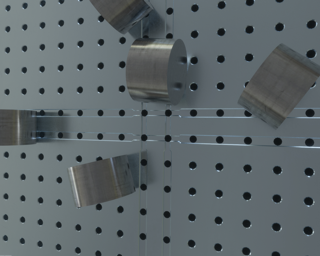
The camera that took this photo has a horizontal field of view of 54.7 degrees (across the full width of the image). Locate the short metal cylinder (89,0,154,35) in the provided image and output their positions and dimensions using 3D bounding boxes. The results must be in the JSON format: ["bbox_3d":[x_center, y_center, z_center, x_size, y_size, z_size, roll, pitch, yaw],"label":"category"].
[{"bbox_3d":[-0.053,-0.170,0.401,0.050,0.080,0.080,-37,79,16],"label":"short metal cylinder"}]

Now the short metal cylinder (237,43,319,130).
[{"bbox_3d":[0.130,-0.044,0.338,0.050,0.080,0.080,38,102,15],"label":"short metal cylinder"}]

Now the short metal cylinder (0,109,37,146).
[{"bbox_3d":[-0.227,-0.001,0.461,0.080,0.080,0.050,1,90,19],"label":"short metal cylinder"}]

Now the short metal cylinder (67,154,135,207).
[{"bbox_3d":[-0.077,0.068,0.409,0.080,0.080,0.050,-15,85,19],"label":"short metal cylinder"}]

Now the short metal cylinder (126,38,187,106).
[{"bbox_3d":[-0.002,-0.070,0.383,0.050,0.080,0.079,7,93,19],"label":"short metal cylinder"}]
